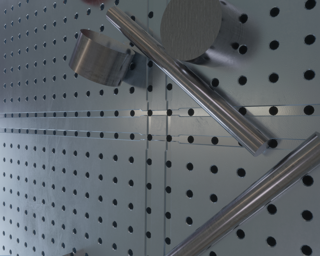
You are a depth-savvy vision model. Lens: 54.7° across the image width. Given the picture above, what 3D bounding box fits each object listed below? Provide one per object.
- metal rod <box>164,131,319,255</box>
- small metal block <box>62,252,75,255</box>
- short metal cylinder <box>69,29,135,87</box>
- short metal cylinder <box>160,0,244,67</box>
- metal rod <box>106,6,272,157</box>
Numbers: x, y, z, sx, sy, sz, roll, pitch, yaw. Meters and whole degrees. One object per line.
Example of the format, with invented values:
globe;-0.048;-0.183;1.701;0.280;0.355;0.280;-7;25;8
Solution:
metal rod;0.067;0.112;0.354;0.298;0.025;0.025;-50;61;28
small metal block;-0.161;0.258;0.543;0.050;0.025;0.050;44;117;31
short metal cylinder;-0.083;-0.100;0.442;0.080;0.081;0.050;40;115;32
short metal cylinder;0.047;-0.113;0.354;0.080;0.050;0.080;0;90;40
metal rod;0.018;-0.075;0.394;0.300;0.025;0.025;47;118;29
